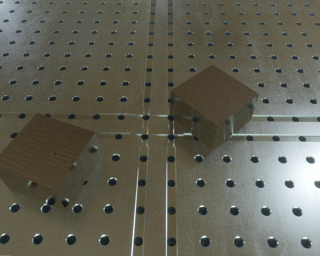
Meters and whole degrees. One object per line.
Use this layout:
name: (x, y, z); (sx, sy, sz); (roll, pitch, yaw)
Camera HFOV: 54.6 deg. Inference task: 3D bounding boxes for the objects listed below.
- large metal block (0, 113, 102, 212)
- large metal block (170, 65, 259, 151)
large metal block: (-0.126, 0.038, 0.359); (0.080, 0.050, 0.080); (17, 52, 14)
large metal block: (0.070, -0.030, 0.417); (0.080, 0.050, 0.080); (-34, 58, -25)
